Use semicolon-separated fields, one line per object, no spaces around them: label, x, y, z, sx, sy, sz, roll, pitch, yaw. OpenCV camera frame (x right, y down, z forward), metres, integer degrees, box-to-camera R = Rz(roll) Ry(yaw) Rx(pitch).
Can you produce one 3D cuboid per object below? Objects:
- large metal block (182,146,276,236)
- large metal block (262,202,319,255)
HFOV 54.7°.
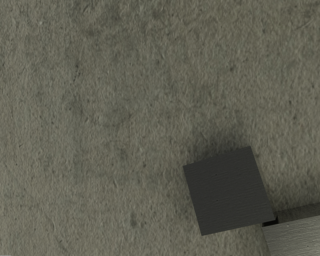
large metal block;0.081;0.072;0.360;0.080;0.050;0.080;-20;75;18
large metal block;0.165;0.131;0.338;0.080;0.050;0.080;-19;84;18
